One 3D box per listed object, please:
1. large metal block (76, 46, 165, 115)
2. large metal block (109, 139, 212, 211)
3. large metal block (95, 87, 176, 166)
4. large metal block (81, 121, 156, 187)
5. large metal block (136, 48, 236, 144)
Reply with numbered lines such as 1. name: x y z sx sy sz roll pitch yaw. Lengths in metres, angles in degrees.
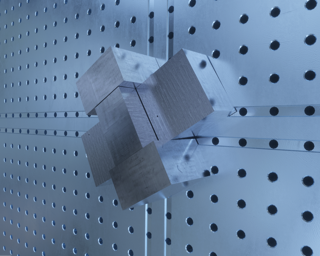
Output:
1. large metal block: -0.051 -0.058 0.416 0.080 0.081 0.050 -35 68 35
2. large metal block: 0.001 0.054 0.374 0.080 0.081 0.050 -35 68 34
3. large metal block: -0.025 -0.002 0.395 0.050 0.081 0.080 -35 68 34
4. large metal block: -0.060 0.030 0.445 0.080 0.050 0.080 -33 69 35
5. large metal block: 0.029 -0.034 0.369 0.080 0.050 0.080 -35 70 34
